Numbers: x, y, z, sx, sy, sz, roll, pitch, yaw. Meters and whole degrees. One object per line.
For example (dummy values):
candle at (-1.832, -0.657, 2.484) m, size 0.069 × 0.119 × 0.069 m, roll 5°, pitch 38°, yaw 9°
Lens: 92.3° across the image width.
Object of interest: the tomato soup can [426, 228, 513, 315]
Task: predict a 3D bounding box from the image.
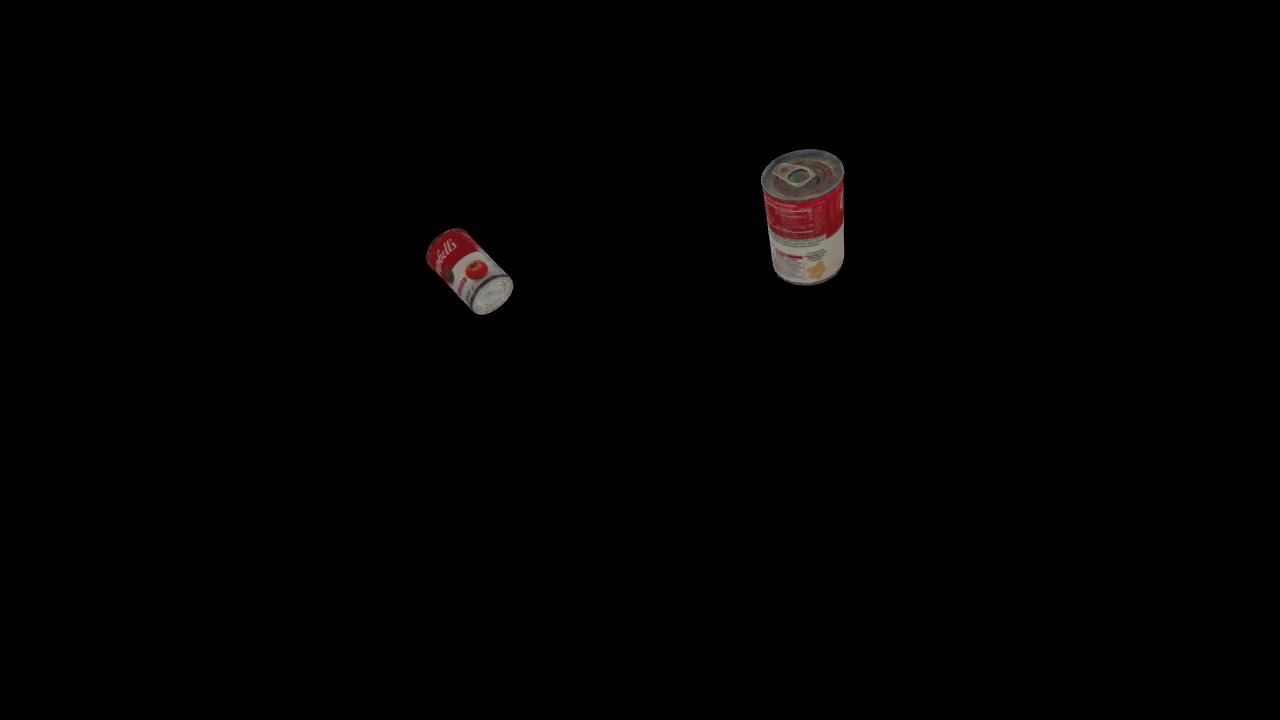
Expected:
tomato soup can at (-0.223, -0.115, 0.810) m, size 0.101 × 0.068 × 0.068 m, roll 45°, pitch 16°, yaw 16°

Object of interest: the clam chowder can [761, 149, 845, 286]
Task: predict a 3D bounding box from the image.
clam chowder can at (0.147, -0.124, 0.549) m, size 0.068 × 0.068 × 0.102 m, roll 0°, pitch -38°, yaw 18°
